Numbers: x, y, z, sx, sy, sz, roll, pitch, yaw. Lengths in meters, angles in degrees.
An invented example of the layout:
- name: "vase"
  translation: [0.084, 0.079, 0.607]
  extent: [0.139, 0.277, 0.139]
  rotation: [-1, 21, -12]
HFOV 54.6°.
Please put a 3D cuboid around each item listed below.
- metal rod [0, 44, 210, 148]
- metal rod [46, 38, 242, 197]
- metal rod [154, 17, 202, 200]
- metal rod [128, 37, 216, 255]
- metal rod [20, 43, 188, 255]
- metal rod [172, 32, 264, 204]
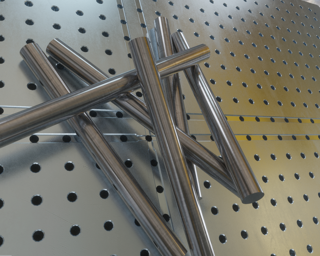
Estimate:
- name: "metal rod"
  translation: [-0.044, -0.051, 0.366]
  extent: [0.302, 0.025, 0.025]
  rotation: [-29, 78, -35]
- name: "metal rod"
  translation: [-0.017, -0.015, 0.385]
  extent: [0.300, 0.025, 0.025]
  rotation: [37, 51, 5]
- name: "metal rod"
  translation: [0.020, -0.044, 0.445]
  extent: [0.025, 0.025, 0.299]
  rotation: [6, 59, -25]
- name: "metal rod"
  translation: [0.018, 0.042, 0.345]
  extent: [0.025, 0.025, 0.299]
  rotation: [-13, 83, -33]
- name: "metal rod"
  translation: [-0.070, 0.022, 0.356]
  extent: [0.025, 0.025, 0.300]
  rotation: [-30, 79, -38]
- name: "metal rod"
  translation: [0.063, -0.037, 0.421]
  extent: [0.025, 0.025, 0.300]
  rotation: [5, 46, -26]
